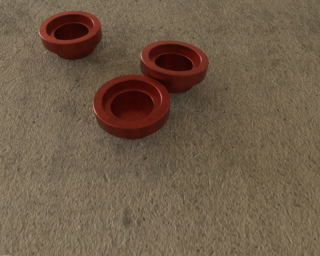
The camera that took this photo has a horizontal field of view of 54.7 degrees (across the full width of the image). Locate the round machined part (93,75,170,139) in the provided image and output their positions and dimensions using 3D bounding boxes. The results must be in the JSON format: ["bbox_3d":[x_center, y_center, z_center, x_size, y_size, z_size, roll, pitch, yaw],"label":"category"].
[{"bbox_3d":[-0.036,-0.023,0.411,0.099,0.042,0.098,0,50,0],"label":"round machined part"}]

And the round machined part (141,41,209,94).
[{"bbox_3d":[0.020,-0.087,0.459,0.099,0.042,0.098,4,43,-4],"label":"round machined part"}]

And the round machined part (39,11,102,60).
[{"bbox_3d":[-0.146,-0.151,0.518,0.099,0.042,0.098,0,50,0],"label":"round machined part"}]
